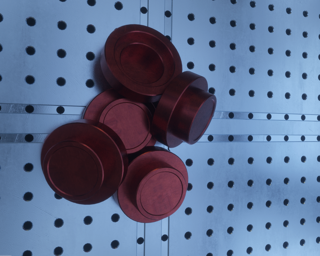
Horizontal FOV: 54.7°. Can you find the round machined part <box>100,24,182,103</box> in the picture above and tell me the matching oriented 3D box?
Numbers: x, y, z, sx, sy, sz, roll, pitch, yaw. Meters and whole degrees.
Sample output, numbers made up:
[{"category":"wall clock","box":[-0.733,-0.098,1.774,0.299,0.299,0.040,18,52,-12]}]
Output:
[{"category":"round machined part","box":[-0.026,-0.075,0.383,0.099,0.042,0.098,10,65,-22]}]

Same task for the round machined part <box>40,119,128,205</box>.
[{"category":"round machined part","box":[-0.089,0.042,0.346,0.098,0.042,0.097,2,103,9]}]

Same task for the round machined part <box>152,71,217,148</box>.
[{"category":"round machined part","box":[0.036,-0.018,0.387,0.042,0.098,0.098,28,78,23]}]

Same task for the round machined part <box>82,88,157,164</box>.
[{"category":"round machined part","box":[-0.046,-0.003,0.386,0.099,0.042,0.097,0,90,-21]}]

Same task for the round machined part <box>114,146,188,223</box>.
[{"category":"round machined part","box":[-0.006,0.075,0.389,0.099,0.042,0.097,-6,104,-25]}]
